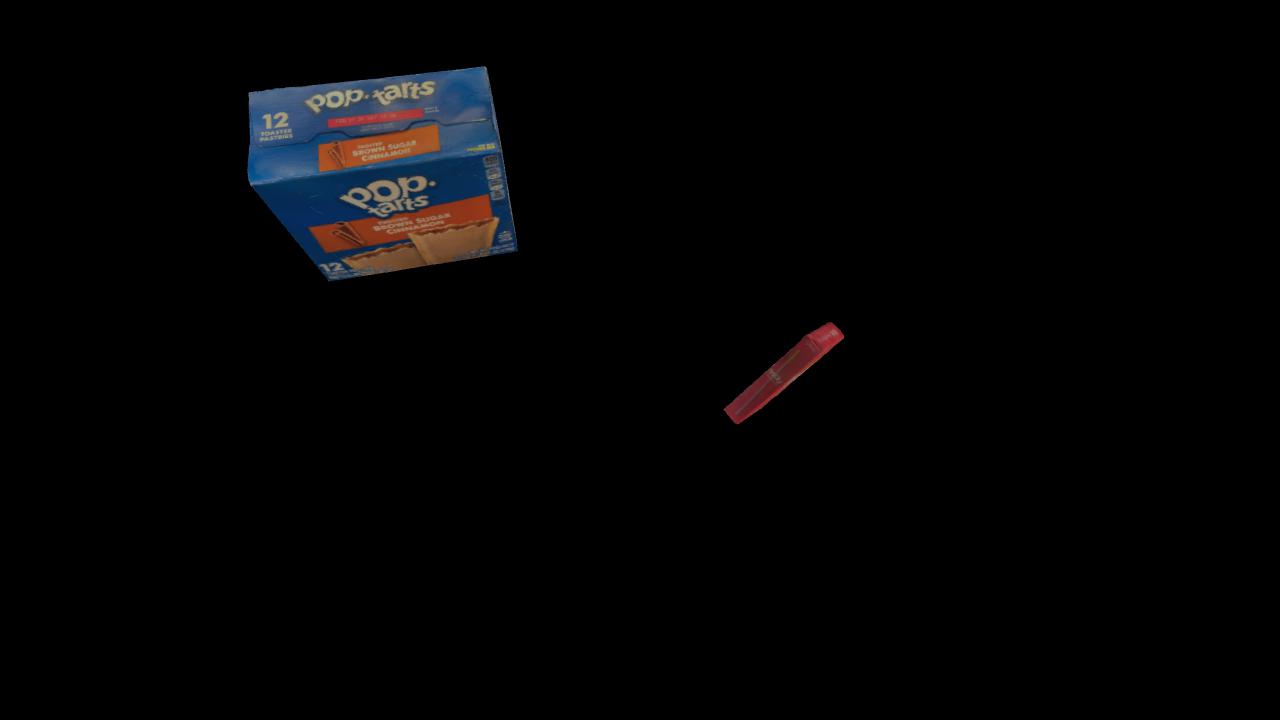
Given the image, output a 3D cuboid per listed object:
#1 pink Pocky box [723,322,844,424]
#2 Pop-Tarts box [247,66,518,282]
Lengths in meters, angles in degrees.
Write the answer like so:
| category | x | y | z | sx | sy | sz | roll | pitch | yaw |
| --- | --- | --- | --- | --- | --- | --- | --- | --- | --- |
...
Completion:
| category | x | y | z | sx | sy | sz | roll | pitch | yaw |
| --- | --- | --- | --- | --- | --- | --- | --- | --- | --- |
| pink Pocky box | 0.178 | 0.017 | 0.764 | 0.084 | 0.029 | 0.155 | -22 | -21 | -52 |
| Pop-Tarts box | -0.191 | -0.142 | 0.492 | 0.167 | 0.083 | 0.141 | -12 | -19 | -10 |
